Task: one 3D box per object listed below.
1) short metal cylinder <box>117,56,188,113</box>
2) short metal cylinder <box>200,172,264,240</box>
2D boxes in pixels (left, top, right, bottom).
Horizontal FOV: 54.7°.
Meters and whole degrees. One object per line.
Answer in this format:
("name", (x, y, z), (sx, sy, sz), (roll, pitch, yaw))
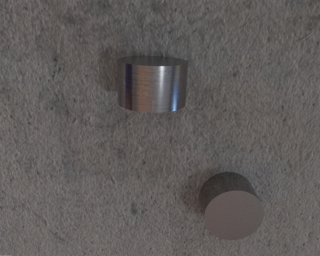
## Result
("short metal cylinder", (-0.009, -0.054, 0.361), (0.081, 0.080, 0.050), (2, 110, -1))
("short metal cylinder", (0.099, 0.110, 0.438), (0.081, 0.050, 0.079), (0, 110, -1))
